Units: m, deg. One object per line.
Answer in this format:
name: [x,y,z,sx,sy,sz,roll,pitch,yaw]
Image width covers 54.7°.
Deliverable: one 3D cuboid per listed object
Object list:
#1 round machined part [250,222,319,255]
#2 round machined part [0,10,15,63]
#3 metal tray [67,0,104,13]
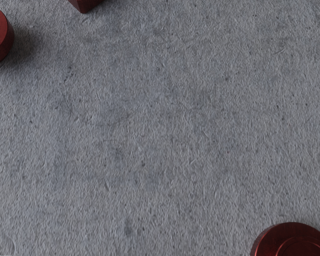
round machined part: [0.155,0.155,0.344,0.099,0.042,0.098,0,70,-1]
round machined part: [-0.257,-0.125,0.442,0.099,0.042,0.098,0,70,-1]
metal tray: [-0.131,-0.254,0.496,0.090,0.030,0.130,-41,75,-14]
